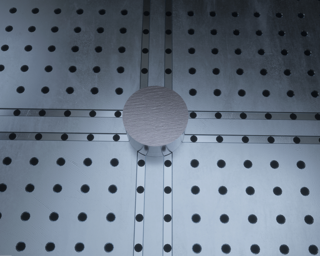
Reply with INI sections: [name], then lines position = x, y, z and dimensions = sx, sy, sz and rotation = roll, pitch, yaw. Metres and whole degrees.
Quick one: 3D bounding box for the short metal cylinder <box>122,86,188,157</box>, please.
[short metal cylinder]
position = -0.006, -0.008, 0.401
dimensions = 0.081, 0.050, 0.080
rotation = 0, 70, 0
